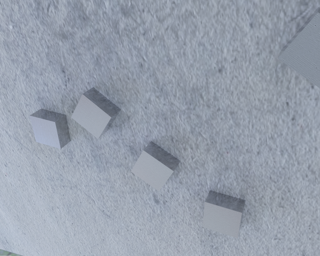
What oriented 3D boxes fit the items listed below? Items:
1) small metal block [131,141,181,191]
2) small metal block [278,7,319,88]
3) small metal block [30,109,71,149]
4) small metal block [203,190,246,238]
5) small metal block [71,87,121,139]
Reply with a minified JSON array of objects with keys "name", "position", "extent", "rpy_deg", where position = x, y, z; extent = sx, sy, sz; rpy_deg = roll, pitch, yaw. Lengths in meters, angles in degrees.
[{"name":"small metal block","position":[-0.007,0.055,0.443],"extent":[0.050,0.025,0.050],"rpy_deg":[35,129,5]},{"name":"small metal block","position":[0.147,-0.073,0.284],"extent":[0.050,0.025,0.050],"rpy_deg":[37,129,3]},{"name":"small metal block","position":[-0.176,0.001,0.497],"extent":[0.050,0.025,0.050],"rpy_deg":[13,124,20]},{"name":"small metal block","position":[0.089,0.120,0.434],"extent":[0.050,0.025,0.050],"rpy_deg":[12,124,21]},{"name":"small metal block","position":[-0.091,-0.021,0.440],"extent":[0.050,0.025,0.050],"rpy_deg":[39,129,1]}]
